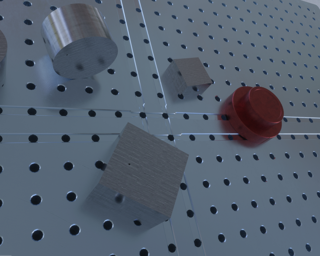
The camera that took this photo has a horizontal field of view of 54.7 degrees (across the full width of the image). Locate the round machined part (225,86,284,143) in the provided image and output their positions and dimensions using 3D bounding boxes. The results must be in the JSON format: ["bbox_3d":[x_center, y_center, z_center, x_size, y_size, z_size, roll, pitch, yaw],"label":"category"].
[{"bbox_3d":[0.159,-0.028,0.500,0.099,0.042,0.098,14,56,-21],"label":"round machined part"}]

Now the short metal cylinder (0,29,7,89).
[{"bbox_3d":[-0.207,-0.075,0.326,0.081,0.050,0.080,14,56,-21],"label":"short metal cylinder"}]

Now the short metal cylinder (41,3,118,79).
[{"bbox_3d":[-0.099,-0.105,0.383,0.081,0.080,0.050,-13,69,-33],"label":"short metal cylinder"}]

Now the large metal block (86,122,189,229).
[{"bbox_3d":[-0.023,0.053,0.347,0.080,0.050,0.080,29,52,-10],"label":"large metal block"}]

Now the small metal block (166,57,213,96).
[{"bbox_3d":[0.046,-0.081,0.482,0.050,0.025,0.050,-13,68,-33],"label":"small metal block"}]
